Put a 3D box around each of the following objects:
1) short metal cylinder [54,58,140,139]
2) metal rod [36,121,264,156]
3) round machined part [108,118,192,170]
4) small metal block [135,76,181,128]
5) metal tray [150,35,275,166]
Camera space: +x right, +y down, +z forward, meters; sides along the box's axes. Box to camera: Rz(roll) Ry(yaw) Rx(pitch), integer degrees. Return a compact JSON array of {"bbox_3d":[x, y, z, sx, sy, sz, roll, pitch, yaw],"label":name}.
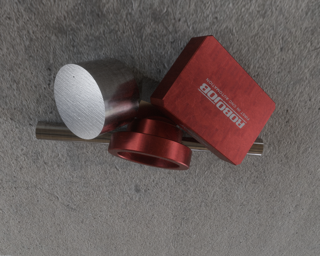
[{"bbox_3d":[-0.069,-0.033,0.337,0.080,0.050,0.079,16,117,34],"label":"short metal cylinder"},{"bbox_3d":[-0.010,0.015,0.421,0.302,0.025,0.025,5,130,-4],"label":"metal rod"},{"bbox_3d":[-0.009,0.019,0.373,0.099,0.042,0.098,11,165,3],"label":"round machined part"},{"bbox_3d":[-0.002,-0.030,0.365,0.050,0.050,0.025,18,128,-15],"label":"small metal block"},{"bbox_3d":[0.064,-0.028,0.349,0.130,0.030,0.090,38,82,-28],"label":"metal tray"}]
